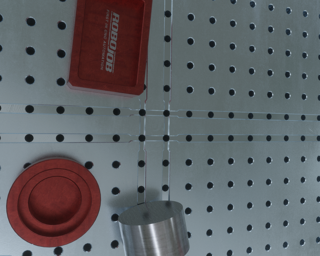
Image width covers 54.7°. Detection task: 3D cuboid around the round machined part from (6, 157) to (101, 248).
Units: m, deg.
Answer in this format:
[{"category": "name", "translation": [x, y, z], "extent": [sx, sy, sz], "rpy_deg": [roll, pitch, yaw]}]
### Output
[{"category": "round machined part", "translation": [-0.121, 0.082, 0.359], "extent": [0.099, 0.042, 0.097], "rpy_deg": [0, 90, -21]}]

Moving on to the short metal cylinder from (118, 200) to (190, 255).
[{"category": "short metal cylinder", "translation": [-0.007, 0.127, 0.382], "extent": [0.081, 0.080, 0.050], "rpy_deg": [-11, 94, -20]}]

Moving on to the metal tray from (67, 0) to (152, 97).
[{"category": "metal tray", "translation": [-0.062, -0.109, 0.387], "extent": [0.091, 0.030, 0.129], "rpy_deg": [6, 88, -20]}]
